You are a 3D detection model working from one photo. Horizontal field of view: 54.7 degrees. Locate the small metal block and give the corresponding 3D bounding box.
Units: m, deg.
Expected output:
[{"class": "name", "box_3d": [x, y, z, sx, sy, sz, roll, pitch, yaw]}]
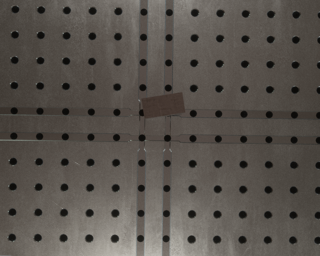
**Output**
[{"class": "small metal block", "box_3d": [0.004, -0.028, 0.401, 0.050, 0.050, 0.025, -9, 90, 0]}]
